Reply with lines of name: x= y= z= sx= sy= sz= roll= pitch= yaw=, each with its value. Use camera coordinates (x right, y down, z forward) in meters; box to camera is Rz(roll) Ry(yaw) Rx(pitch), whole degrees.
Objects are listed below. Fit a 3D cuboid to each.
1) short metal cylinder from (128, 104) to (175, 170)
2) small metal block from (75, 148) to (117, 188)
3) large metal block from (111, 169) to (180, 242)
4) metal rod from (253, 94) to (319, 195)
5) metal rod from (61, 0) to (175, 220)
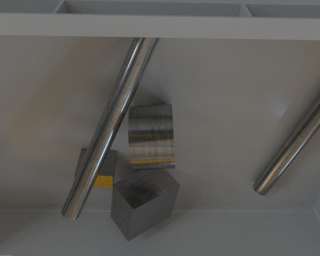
short metal cylinder: x=-0.008 y=0.011 z=0.382 sx=0.050 sy=0.080 sz=0.079 roll=-3 pitch=130 yaw=2
small metal block: x=-0.090 y=0.056 z=0.439 sx=0.050 sy=0.050 sz=0.025 roll=4 pitch=130 yaw=-4
large metal block: x=-0.024 y=0.109 z=0.460 sx=0.081 sy=0.050 sz=0.079 roll=-21 pitch=139 yaw=-33
metal rod: x=0.200 y=-0.012 z=0.401 sx=0.025 sy=0.025 sz=0.298 roll=12 pitch=129 yaw=-10
metal rod: x=-0.059 y=-0.004 z=0.364 sx=0.025 sy=0.025 sz=0.298 roll=20 pitch=115 yaw=-17
